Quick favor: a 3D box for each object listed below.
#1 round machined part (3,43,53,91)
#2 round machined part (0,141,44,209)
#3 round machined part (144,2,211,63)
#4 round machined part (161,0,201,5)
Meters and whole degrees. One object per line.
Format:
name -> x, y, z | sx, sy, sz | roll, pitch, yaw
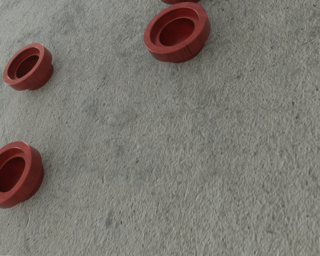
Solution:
round machined part -> -0.244, -0.111, 0.590 | 0.098, 0.042, 0.098 | -13, 56, 21
round machined part -> -0.214, 0.072, 0.462 | 0.098, 0.042, 0.098 | -13, 56, 21
round machined part -> 0.028, -0.136, 0.462 | 0.098, 0.042, 0.098 | -13, 56, 21
round machined part -> 0.042, -0.242, 0.520 | 0.098, 0.042, 0.098 | -13, 56, 21
